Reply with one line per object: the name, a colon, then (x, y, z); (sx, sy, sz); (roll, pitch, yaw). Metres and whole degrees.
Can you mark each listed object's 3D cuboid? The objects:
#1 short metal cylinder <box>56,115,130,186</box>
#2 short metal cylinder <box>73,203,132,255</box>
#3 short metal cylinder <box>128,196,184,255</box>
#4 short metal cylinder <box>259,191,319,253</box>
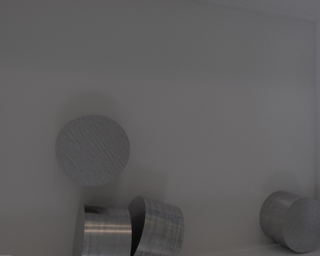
short metal cylinder: (-0.081, 0.025, 0.367); (0.081, 0.050, 0.080); (0, 90, -20)
short metal cylinder: (-0.068, 0.129, 0.356); (0.050, 0.080, 0.080); (8, 87, -20)
short metal cylinder: (-0.013, 0.128, 0.377); (0.050, 0.080, 0.080); (21, 83, -19)
short metal cylinder: (0.201, 0.140, 0.471); (0.081, 0.050, 0.080); (0, 90, -20)
